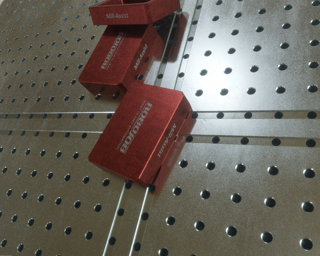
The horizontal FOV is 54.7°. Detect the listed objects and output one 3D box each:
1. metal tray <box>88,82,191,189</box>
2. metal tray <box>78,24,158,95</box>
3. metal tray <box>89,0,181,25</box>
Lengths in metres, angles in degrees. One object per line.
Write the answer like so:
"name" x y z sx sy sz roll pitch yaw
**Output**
"metal tray" -0.027 0.005 0.415 0.090 0.030 0.130 17 70 34
"metal tray" -0.068 -0.119 0.512 0.090 0.030 0.130 9 66 31
"metal tray" -0.043 -0.203 0.522 0.130 0.030 0.090 12 40 35
